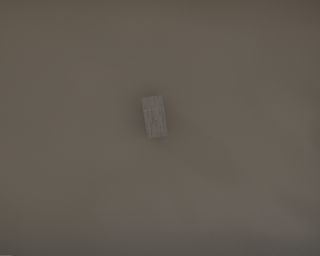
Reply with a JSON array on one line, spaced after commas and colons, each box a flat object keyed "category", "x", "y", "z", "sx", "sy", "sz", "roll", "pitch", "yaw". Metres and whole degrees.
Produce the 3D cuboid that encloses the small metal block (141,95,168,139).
[{"category": "small metal block", "x": -0.006, "y": -0.013, "z": 0.395, "sx": 0.025, "sy": 0.050, "sz": 0.050, "roll": -9, "pitch": 90, "yaw": 0}]
